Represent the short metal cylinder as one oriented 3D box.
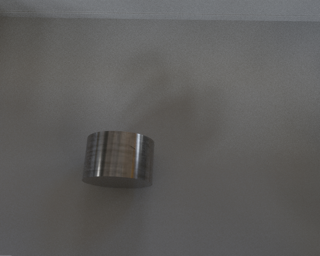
[{"bbox_3d":[-0.048,0.040,0.366,0.080,0.080,0.050,2,70,1],"label":"short metal cylinder"}]
